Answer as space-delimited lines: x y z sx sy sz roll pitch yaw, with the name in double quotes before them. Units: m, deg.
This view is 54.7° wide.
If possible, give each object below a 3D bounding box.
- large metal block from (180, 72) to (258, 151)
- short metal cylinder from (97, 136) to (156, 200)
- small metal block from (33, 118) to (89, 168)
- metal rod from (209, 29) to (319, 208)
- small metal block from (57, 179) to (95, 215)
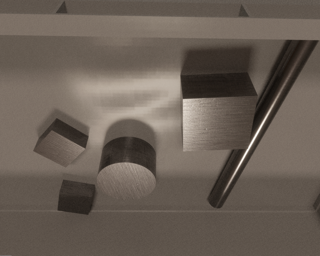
"large metal block" 0.067 -0.019 0.378 0.081 0.050 0.079 -2 130 1
"short metal cylinder" -0.046 0.058 0.442 0.081 0.050 0.079 0 130 0
"small metal block" -0.135 0.021 0.425 0.050 0.025 0.050 34 122 -26
"metal rod" 0.125 0.012 0.421 0.025 0.025 0.298 9 130 -8
"small metal block" -0.137 0.113 0.504 0.050 0.025 0.050 12 129 -10
